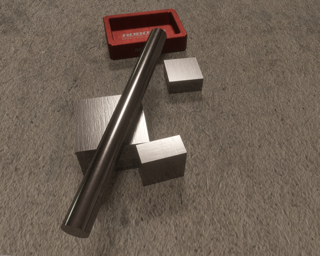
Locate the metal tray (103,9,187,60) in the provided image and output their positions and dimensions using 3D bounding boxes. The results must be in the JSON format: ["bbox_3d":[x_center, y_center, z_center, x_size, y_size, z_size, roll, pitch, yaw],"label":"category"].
[{"bbox_3d":[-0.027,-0.165,0.537,0.131,0.030,0.090,-10,51,-9],"label":"metal tray"}]

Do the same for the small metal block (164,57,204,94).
[{"bbox_3d":[0.034,-0.080,0.471,0.050,0.025,0.050,-7,50,-6],"label":"small metal block"}]

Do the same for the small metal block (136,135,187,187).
[{"bbox_3d":[0.001,0.038,0.355,0.050,0.050,0.025,-13,52,-11],"label":"small metal block"}]

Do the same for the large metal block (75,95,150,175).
[{"bbox_3d":[-0.058,0.006,0.381,0.081,0.050,0.080,-8,50,-7],"label":"large metal block"}]

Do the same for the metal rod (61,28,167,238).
[{"bbox_3d":[-0.037,-0.023,0.357,0.025,0.025,0.300,11,51,8],"label":"metal rod"}]
